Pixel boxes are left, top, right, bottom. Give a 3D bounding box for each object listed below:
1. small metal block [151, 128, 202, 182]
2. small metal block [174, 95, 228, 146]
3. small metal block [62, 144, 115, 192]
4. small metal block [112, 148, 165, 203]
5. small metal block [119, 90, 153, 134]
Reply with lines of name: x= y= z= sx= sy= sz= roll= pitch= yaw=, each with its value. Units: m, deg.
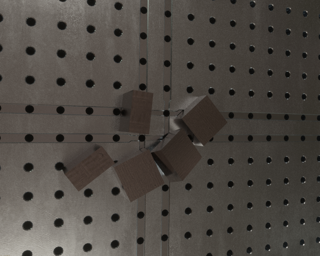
small metal block: x=0.022 y=0.036 z=0.413 sx=0.050 sy=0.025 sz=0.050 roll=-44 pitch=105 yaw=-37
small metal block: x=0.058 y=-0.010 z=0.435 sx=0.050 sy=0.025 sz=0.050 roll=-43 pitch=104 yaw=-15
small metal block: x=-0.086 y=0.045 z=0.368 sx=0.050 sy=0.050 sz=0.025 roll=-38 pitch=103 yaw=-16
small metal block: x=-0.030 y=0.060 z=0.403 sx=0.050 sy=0.025 sz=0.050 roll=-27 pitch=99 yaw=-18
small metal block: x=-0.031 y=-0.019 z=0.389 sx=0.025 sy=0.050 sz=0.050 roll=7 pitch=88 yaw=-20
